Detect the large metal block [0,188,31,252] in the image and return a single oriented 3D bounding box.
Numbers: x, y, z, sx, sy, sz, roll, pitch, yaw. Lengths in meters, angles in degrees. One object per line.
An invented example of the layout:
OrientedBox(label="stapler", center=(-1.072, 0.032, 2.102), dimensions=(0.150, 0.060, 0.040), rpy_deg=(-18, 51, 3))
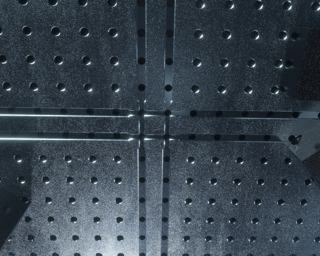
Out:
OrientedBox(label="large metal block", center=(-0.241, 0.126, 0.427), dimensions=(0.080, 0.080, 0.050), rpy_deg=(31, 107, -11))

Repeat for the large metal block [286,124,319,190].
OrientedBox(label="large metal block", center=(0.236, 0.039, 0.418), dimensions=(0.080, 0.050, 0.080), rpy_deg=(-37, 106, 12))

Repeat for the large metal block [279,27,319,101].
OrientedBox(label="large metal block", center=(0.200, -0.078, 0.374), dimensions=(0.081, 0.050, 0.079), rpy_deg=(3, 110, -2))
